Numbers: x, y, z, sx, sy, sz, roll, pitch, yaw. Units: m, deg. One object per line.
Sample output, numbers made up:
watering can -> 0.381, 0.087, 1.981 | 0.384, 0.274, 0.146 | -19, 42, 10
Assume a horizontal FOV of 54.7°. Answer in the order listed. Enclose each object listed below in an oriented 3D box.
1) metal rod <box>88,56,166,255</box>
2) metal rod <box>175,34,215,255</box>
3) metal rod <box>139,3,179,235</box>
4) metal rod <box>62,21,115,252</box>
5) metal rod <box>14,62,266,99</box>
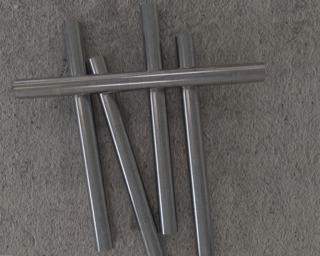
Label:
metal rod -> -0.040, 0.052, 0.409 | 0.025, 0.025, 0.298 | -17, 90, 0
metal rod -> 0.046, 0.028, 0.410 | 0.025, 0.025, 0.298 | -6, 90, 0
metal rod -> -0.001, -0.012, 0.409 | 0.025, 0.025, 0.298 | -5, 90, 0
metal rod -> -0.094, 0.011, 0.409 | 0.025, 0.025, 0.298 | -9, 90, 0
metal rod -> -0.024, -0.058, 0.383 | 0.302, 0.025, 0.025 | -4, 90, 0
